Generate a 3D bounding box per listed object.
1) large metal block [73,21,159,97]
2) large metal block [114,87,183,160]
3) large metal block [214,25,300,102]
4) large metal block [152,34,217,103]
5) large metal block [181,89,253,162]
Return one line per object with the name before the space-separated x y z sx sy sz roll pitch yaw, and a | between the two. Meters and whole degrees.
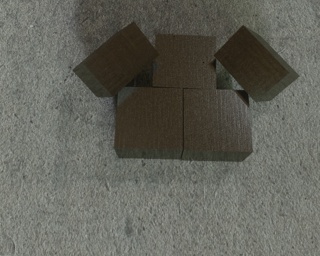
large metal block | -0.060 -0.085 0.403 0.080 0.080 0.050 -45 111 -15
large metal block | -0.013 -0.005 0.397 0.081 0.050 0.080 1 70 0
large metal block | 0.128 -0.081 0.405 0.050 0.080 0.080 -45 72 27
large metal block | 0.033 -0.079 0.426 0.081 0.050 0.080 3 70 0
large metal block | 0.069 -0.002 0.396 0.081 0.050 0.080 1 70 0
